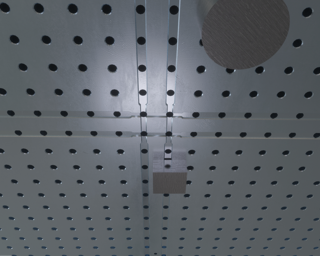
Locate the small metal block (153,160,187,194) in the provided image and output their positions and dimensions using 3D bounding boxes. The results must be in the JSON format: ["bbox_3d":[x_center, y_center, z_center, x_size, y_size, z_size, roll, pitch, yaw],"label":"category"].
[{"bbox_3d":[0.015,0.075,0.476,0.050,0.025,0.050,0,130,-1],"label":"small metal block"}]

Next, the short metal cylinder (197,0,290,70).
[{"bbox_3d":[0.079,-0.105,0.306,0.081,0.050,0.079,0,130,0],"label":"short metal cylinder"}]
